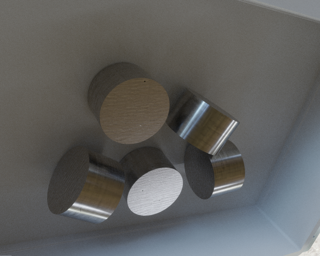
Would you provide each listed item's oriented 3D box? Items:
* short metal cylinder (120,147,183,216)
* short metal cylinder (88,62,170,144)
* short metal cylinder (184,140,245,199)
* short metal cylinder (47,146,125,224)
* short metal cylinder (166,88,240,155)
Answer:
[{"bbox_3d":[-0.016,0.073,0.429,0.081,0.050,0.079,-14,125,-21],"label":"short metal cylinder"},{"bbox_3d":[-0.036,-0.029,0.354,0.081,0.050,0.079,-14,125,-21],"label":"short metal cylinder"},{"bbox_3d":[0.077,0.059,0.451,0.050,0.080,0.079,-9,122,-24],"label":"short metal cylinder"},{"bbox_3d":[-0.087,0.067,0.365,0.050,0.080,0.080,31,101,-38],"label":"short metal cylinder"},{"bbox_3d":[0.055,-0.009,0.399,0.080,0.080,0.050,24,105,-37],"label":"short metal cylinder"}]
